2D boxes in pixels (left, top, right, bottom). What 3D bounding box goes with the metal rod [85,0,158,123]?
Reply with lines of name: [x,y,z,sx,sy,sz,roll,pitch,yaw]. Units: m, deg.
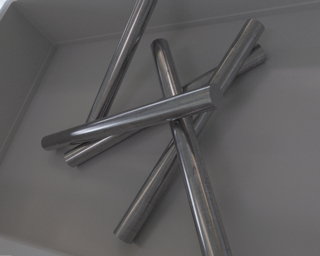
metal rod: [-0.041,-0.116,0.416,0.025,0.025,0.298,39,110,39]

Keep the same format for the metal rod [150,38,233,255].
metal rod: [0.026,0.008,0.336,0.025,0.025,0.299,-23,54,14]

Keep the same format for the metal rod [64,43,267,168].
metal rod: [0.000,-0.026,0.421,0.300,0.025,0.025,-29,52,9]

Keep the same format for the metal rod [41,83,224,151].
metal rod: [-0.060,-0.003,0.385,0.300,0.025,0.025,-13,55,39]

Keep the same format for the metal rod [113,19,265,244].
metal rod: [0.038,-0.001,0.367,0.025,0.025,0.300,28,83,37]
